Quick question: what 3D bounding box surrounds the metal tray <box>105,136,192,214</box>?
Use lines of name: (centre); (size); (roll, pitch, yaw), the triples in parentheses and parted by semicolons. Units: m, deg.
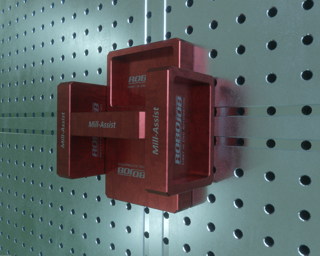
metal tray: (-0.020, 0.057, 0.418); (0.130, 0.030, 0.089); (1, 91, 39)

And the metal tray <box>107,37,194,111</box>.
metal tray: (-0.018, -0.064, 0.418); (0.130, 0.030, 0.089); (1, 91, 39)

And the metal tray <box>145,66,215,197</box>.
metal tray: (0.025, 0.003, 0.344); (0.030, 0.091, 0.129); (1, 91, 40)

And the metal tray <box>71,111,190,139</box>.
metal tray: (-0.039, -0.004, 0.395); (0.130, 0.091, 0.030); (1, 91, 39)

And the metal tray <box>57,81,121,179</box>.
metal tray: (-0.100, 0.003, 0.446); (0.030, 0.091, 0.129); (1, 91, 40)
